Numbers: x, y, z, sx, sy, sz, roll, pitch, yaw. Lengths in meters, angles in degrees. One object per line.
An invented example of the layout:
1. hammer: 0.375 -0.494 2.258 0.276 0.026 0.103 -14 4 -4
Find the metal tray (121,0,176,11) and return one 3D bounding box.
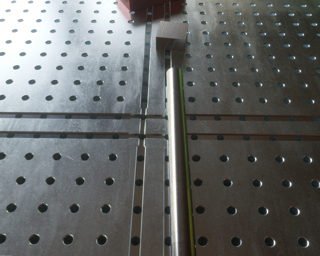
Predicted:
1. metal tray: -0.021 -0.295 0.651 0.131 0.030 0.090 -22 54 -18

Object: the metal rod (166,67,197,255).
1. metal rod: 0.023 0.031 0.381 0.025 0.025 0.300 0 50 0

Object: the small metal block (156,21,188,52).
1. small metal block: 0.022 -0.161 0.544 0.050 0.025 0.050 7 50 5
